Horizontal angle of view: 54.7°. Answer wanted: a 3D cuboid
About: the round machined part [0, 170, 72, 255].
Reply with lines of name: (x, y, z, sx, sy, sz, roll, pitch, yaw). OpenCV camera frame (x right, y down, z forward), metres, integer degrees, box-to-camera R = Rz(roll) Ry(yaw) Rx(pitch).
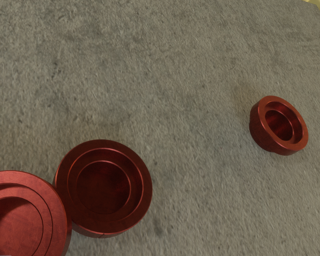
round machined part: (-0.124, 0.087, 0.259, 0.099, 0.042, 0.098, 1, 72, -4)

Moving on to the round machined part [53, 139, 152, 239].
round machined part: (-0.061, 0.064, 0.322, 0.099, 0.042, 0.098, 14, 56, -21)

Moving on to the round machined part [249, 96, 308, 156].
round machined part: (0.183, 0.000, 0.494, 0.099, 0.042, 0.098, 14, 56, -21)
